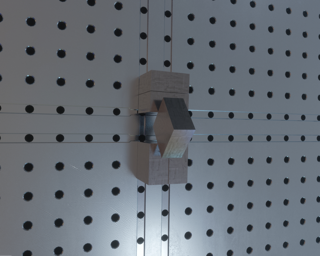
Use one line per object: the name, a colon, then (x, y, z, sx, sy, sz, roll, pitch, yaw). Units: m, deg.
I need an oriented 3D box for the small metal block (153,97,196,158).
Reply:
small metal block: (0.015, 0.000, 0.362, 0.025, 0.050, 0.050, 1, 48, -20)

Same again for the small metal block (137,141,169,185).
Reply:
small metal block: (-0.010, 0.043, 0.396, 0.025, 0.050, 0.050, 2, 90, -20)

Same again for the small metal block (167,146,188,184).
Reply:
small metal block: (0.014, 0.044, 0.404, 0.025, 0.050, 0.050, 2, 90, -20)

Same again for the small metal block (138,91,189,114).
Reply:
small metal block: (0.003, -0.031, 0.401, 0.050, 0.050, 0.025, 2, 90, -20)

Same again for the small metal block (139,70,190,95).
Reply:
small metal block: (0.004, -0.056, 0.401, 0.050, 0.050, 0.025, 2, 90, -20)
